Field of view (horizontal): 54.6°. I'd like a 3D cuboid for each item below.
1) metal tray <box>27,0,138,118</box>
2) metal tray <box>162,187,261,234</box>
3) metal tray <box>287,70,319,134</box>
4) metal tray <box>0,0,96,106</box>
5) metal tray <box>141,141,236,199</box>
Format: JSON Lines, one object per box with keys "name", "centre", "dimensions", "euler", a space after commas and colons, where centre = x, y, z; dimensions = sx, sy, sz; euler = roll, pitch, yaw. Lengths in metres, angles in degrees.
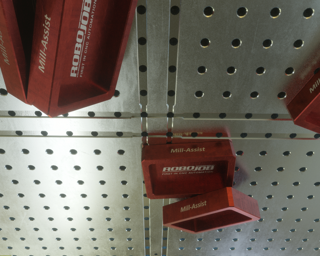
{"name": "metal tray", "centre": [-0.070, -0.080, 0.287], "dimensions": [0.030, 0.091, 0.129], "euler": [32, 121, 21]}
{"name": "metal tray", "centre": [0.080, 0.136, 0.495], "dimensions": [0.130, 0.030, 0.090], "euler": [-26, 140, 33]}
{"name": "metal tray", "centre": [0.231, -0.046, 0.370], "dimensions": [0.091, 0.030, 0.129], "euler": [18, 128, -15]}
{"name": "metal tray", "centre": [-0.105, -0.096, 0.286], "dimensions": [0.030, 0.090, 0.129], "euler": [28, 135, 24]}
{"name": "metal tray", "centre": [0.042, 0.065, 0.463], "dimensions": [0.131, 0.030, 0.090], "euler": [-3, 130, 2]}
